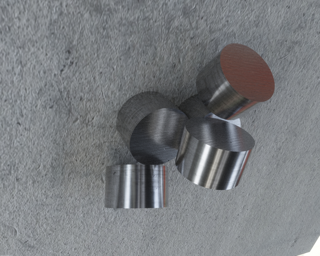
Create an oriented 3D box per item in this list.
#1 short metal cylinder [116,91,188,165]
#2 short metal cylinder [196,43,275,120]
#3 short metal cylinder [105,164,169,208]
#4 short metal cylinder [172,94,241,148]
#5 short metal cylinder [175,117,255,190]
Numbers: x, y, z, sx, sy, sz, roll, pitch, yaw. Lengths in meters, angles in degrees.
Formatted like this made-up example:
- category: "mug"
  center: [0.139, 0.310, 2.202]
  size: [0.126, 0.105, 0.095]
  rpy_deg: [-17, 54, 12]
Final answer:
- category: "short metal cylinder"
  center: [-0.009, 0.000, 0.388]
  size: [0.081, 0.050, 0.079]
  rpy_deg: [-14, 125, -21]
- category: "short metal cylinder"
  center: [0.092, -0.056, 0.381]
  size: [0.081, 0.080, 0.050]
  rpy_deg: [0, 156, -29]
- category: "short metal cylinder"
  center: [-0.029, 0.075, 0.396]
  size: [0.081, 0.080, 0.050]
  rpy_deg: [7, 76, -32]
- category: "short metal cylinder"
  center: [0.062, -0.001, 0.427]
  size: [0.081, 0.050, 0.079]
  rpy_deg: [-14, 125, -21]
- category: "short metal cylinder"
  center: [0.063, 0.027, 0.360]
  size: [0.081, 0.080, 0.050]
  rpy_deg: [-2, 119, -28]
